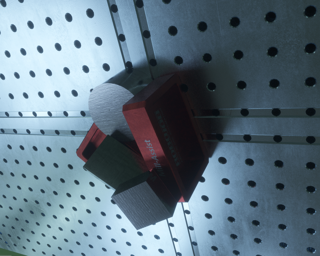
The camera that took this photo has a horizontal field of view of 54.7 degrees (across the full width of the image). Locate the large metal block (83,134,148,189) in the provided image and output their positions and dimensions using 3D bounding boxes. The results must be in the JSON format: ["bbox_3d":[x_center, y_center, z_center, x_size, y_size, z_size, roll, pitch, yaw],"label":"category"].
[{"bbox_3d":[-0.049,0.060,0.416,0.080,0.050,0.080,34,164,5],"label":"large metal block"}]

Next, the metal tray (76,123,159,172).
[{"bbox_3d":[-0.054,0.048,0.463,0.130,0.030,0.089,40,129,0],"label":"metal tray"}]

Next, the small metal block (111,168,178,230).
[{"bbox_3d":[-0.017,0.081,0.347,0.050,0.025,0.050,-29,104,26],"label":"small metal block"}]

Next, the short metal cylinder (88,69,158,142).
[{"bbox_3d":[-0.044,-0.029,0.398,0.080,0.050,0.079,13,124,20],"label":"short metal cylinder"}]

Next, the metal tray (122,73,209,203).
[{"bbox_3d":[0.013,0.012,0.368,0.030,0.090,0.129,-9,114,32],"label":"metal tray"}]
